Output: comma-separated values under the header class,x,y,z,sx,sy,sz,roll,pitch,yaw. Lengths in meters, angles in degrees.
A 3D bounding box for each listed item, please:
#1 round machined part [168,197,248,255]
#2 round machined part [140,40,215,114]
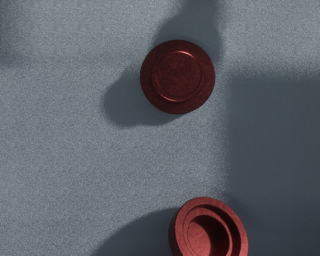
class,x,y,z,sx,sy,sz,roll,pitch,yaw
round machined part,0.056,0.140,0.387,0.099,0.042,0.098,12,50,-15
round machined part,0.023,-0.067,0.403,0.099,0.042,0.097,0,90,0
